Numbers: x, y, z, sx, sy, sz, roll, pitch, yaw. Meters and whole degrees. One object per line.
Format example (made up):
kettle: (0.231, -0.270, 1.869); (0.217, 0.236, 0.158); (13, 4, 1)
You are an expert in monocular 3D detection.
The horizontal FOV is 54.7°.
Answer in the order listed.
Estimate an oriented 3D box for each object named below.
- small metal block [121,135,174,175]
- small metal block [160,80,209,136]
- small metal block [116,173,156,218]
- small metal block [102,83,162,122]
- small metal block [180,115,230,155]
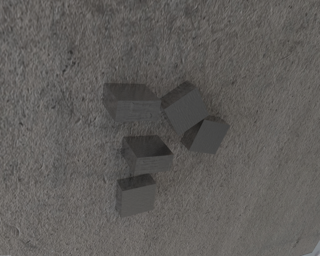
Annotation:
small metal block: (-0.017, 0.033, 0.402); (0.050, 0.050, 0.025); (-2, 120, -28)
small metal block: (0.030, -0.026, 0.407); (0.050, 0.025, 0.050); (-35, 129, -6)
small metal block: (-0.035, 0.097, 0.448); (0.050, 0.025, 0.050); (-8, 122, -24)
small metal block: (-0.034, -0.030, 0.354); (0.050, 0.050, 0.025); (-3, 120, -27)
small metal block: (0.065, 0.008, 0.447); (0.050, 0.025, 0.050); (11, 113, -33)
